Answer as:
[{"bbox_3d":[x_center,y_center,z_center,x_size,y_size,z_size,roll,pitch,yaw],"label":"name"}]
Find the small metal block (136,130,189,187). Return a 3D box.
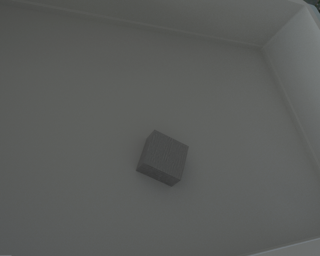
[{"bbox_3d":[0.004,0.038,0.386,0.050,0.025,0.050,27,52,-12],"label":"small metal block"}]
